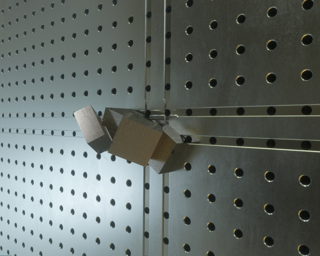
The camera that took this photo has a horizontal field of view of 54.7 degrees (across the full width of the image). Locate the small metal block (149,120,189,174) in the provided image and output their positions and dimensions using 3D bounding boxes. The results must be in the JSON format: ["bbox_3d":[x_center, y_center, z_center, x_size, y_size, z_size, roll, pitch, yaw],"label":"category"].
[{"bbox_3d":[0.001,0.024,0.407,0.050,0.025,0.050,43,116,31],"label":"small metal block"}]

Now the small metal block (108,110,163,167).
[{"bbox_3d":[-0.030,0.013,0.381,0.050,0.025,0.050,22,109,-9],"label":"small metal block"}]

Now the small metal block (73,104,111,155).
[{"bbox_3d":[-0.091,0.003,0.429,0.025,0.050,0.050,-28,68,-4],"label":"small metal block"}]

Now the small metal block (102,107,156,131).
[{"bbox_3d":[-0.042,-0.008,0.426,0.050,0.050,0.025,24,105,37],"label":"small metal block"}]

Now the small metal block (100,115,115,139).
[{"bbox_3d":[-0.074,0.005,0.468,0.050,0.025,0.050,-24,75,37],"label":"small metal block"}]
